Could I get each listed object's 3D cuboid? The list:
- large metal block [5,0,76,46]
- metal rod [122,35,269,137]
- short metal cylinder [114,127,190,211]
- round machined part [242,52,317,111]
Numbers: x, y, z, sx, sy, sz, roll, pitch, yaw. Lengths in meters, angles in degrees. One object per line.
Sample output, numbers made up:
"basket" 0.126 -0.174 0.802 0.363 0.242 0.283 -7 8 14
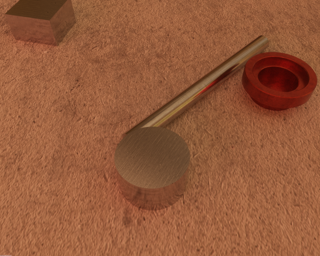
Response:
"large metal block" -0.208 -0.194 0.549 0.080 0.050 0.080 11 51 9
"metal rod" 0.068 -0.064 0.457 0.025 0.025 0.302 37 59 27
"short metal cylinder" -0.008 0.045 0.349 0.081 0.050 0.080 0 50 0
"round machined part" 0.167 -0.063 0.446 0.099 0.042 0.098 0 50 0
